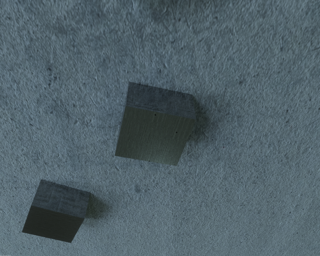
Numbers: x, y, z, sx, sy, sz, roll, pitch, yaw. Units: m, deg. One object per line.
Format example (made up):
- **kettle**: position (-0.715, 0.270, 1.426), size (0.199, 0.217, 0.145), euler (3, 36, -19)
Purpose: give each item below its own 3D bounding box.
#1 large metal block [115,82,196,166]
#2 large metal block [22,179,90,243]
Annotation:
- **large metal block**: position (-0.008, -0.004, 0.388), size (0.081, 0.050, 0.079), euler (11, 129, -9)
- **large metal block**: position (-0.169, 0.137, 0.506), size (0.080, 0.050, 0.079), euler (20, 127, -16)
